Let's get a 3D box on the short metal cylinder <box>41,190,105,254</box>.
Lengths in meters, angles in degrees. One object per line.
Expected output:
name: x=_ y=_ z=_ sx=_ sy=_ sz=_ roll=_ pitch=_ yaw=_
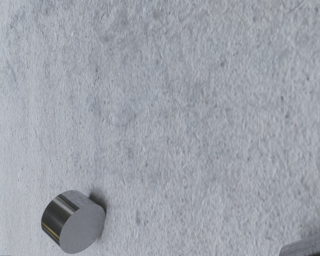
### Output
short metal cylinder: x=-0.132 y=0.143 z=0.475 sx=0.050 sy=0.081 sz=0.079 roll=22 pitch=104 yaw=38

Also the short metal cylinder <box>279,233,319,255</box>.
short metal cylinder: x=0.143 y=0.127 z=0.251 sx=0.050 sy=0.081 sz=0.080 roll=-39 pitch=67 yaw=33
